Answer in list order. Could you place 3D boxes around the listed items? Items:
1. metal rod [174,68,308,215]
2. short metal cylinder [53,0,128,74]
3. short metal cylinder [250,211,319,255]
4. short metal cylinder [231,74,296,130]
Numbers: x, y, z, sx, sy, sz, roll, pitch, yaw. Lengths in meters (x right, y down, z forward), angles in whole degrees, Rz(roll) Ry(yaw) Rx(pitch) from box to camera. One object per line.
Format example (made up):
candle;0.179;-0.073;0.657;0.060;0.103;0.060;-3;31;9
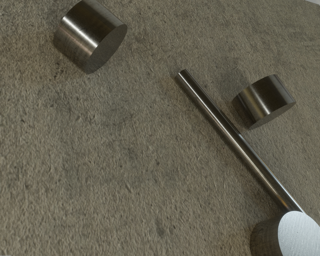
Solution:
metal rod;0.123;0.035;0.448;0.025;0.025;0.300;-31;79;-38
short metal cylinder;-0.087;-0.115;0.392;0.050;0.080;0.080;41;51;-1
short metal cylinder;0.160;0.149;0.383;0.081;0.050;0.080;14;56;-21
short metal cylinder;0.159;-0.038;0.477;0.081;0.080;0.050;-17;71;-35
